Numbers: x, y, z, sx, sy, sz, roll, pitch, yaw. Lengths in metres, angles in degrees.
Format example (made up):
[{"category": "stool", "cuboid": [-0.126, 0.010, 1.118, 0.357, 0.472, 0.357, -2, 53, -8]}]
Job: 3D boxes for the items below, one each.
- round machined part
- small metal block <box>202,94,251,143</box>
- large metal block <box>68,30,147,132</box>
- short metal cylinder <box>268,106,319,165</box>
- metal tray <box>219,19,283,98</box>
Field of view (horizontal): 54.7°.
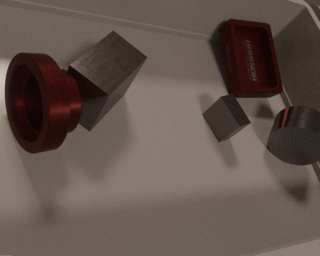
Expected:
[{"category": "round machined part", "cuboid": [-0.116, -0.026, 0.314, 0.042, 0.098, 0.098, -10, 67, -45]}, {"category": "small metal block", "cuboid": [0.096, -0.014, 0.452, 0.025, 0.050, 0.050, -16, 71, -35]}, {"category": "large metal block", "cuboid": [-0.070, -0.055, 0.367, 0.050, 0.080, 0.080, 38, 51, -3]}, {"category": "short metal cylinder", "cuboid": [0.215, 0.012, 0.481, 0.080, 0.080, 0.050, 37, 51, -4]}, {"category": "metal tray", "cuboid": [0.156, -0.118, 0.534, 0.091, 0.030, 0.129, -3, 79, -24]}]
